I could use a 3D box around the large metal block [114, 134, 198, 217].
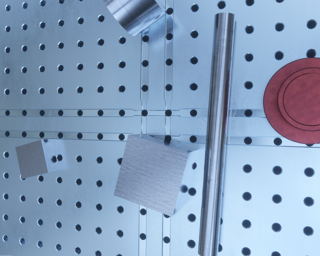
[{"bbox_3d":[-0.004,0.057,0.400,0.080,0.050,0.079,16,95,19],"label":"large metal block"}]

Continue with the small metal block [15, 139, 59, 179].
[{"bbox_3d":[-0.189,0.048,0.478,0.050,0.025,0.050,-15,85,19],"label":"small metal block"}]

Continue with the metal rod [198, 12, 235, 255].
[{"bbox_3d":[0.070,0.010,0.387,0.025,0.025,0.298,4,91,19],"label":"metal rod"}]

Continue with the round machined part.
[{"bbox_3d":[0.167,-0.030,0.345,0.098,0.042,0.097,0,90,19],"label":"round machined part"}]

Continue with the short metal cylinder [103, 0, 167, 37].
[{"bbox_3d":[-0.035,-0.165,0.395,0.050,0.080,0.080,-32,80,17],"label":"short metal cylinder"}]
